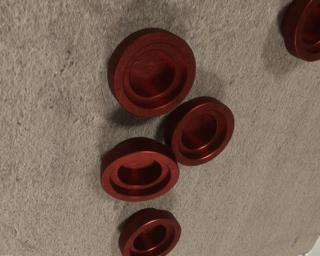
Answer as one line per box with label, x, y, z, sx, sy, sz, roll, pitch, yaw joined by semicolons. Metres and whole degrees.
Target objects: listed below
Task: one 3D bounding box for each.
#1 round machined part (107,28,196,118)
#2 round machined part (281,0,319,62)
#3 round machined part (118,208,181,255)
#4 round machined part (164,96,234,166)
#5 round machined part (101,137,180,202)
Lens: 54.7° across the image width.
round machined part;-0.012;-0.064;0.351;0.099;0.042;0.097;-14;125;-21
round machined part;0.207;-0.144;0.422;0.099;0.042;0.097;-14;125;-21
round machined part;-0.019;0.166;0.490;0.099;0.042;0.097;-14;125;-21
round machined part;0.049;0.001;0.425;0.099;0.042;0.097;-14;124;-21
round machined part;-0.027;0.049;0.401;0.099;0.042;0.097;-6;133;-6
